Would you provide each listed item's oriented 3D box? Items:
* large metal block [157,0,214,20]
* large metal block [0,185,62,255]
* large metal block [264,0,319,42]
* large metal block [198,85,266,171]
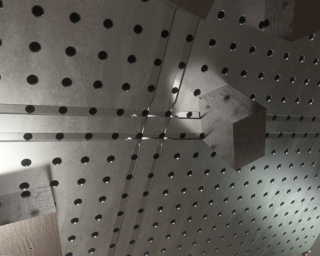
[{"bbox_3d":[0.021,-0.158,0.291,0.050,0.080,0.080,14,111,-34],"label":"large metal block"},{"bbox_3d":[-0.170,0.126,0.381,0.081,0.050,0.079,-10,123,-24],"label":"large metal block"},{"bbox_3d":[0.183,-0.167,0.395,0.081,0.050,0.080,-23,127,-15],"label":"large metal block"},{"bbox_3d":[0.099,-0.002,0.431,0.050,0.080,0.080,-23,127,-15],"label":"large metal block"}]
